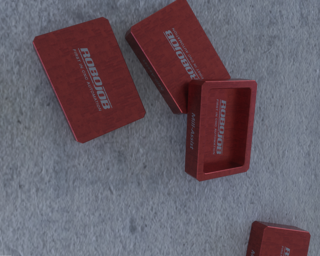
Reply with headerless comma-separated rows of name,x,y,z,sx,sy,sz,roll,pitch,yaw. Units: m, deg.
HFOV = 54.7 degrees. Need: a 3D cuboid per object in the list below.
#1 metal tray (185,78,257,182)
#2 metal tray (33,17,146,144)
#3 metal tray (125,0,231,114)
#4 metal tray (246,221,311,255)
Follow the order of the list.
metal tray,0.082,0.000,0.416,0.091,0.030,0.129,-6,105,-28
metal tray,-0.084,-0.057,0.376,0.091,0.030,0.129,-25,99,-19
metal tray,0.026,-0.094,0.417,0.090,0.030,0.130,-37,102,-17
metal tray,0.175,0.215,0.473,0.091,0.030,0.129,14,85,-20
